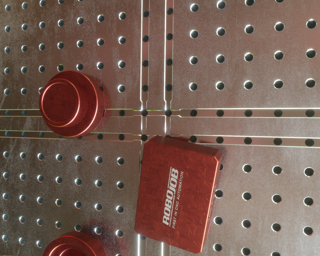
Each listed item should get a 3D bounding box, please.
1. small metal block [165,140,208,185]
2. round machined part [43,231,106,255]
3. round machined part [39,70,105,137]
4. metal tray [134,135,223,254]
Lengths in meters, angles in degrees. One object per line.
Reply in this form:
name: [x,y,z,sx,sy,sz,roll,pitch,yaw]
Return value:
small metal block: [0.033,0.050,0.400,0.050,0.025,0.050,-35,79,16]
round machined part: [-0.116,0.196,0.443,0.098,0.042,0.097,0,90,19]
round machined part: [-0.134,-0.035,0.449,0.098,0.042,0.097,0,90,19]
metal tray: [0.021,0.082,0.387,0.090,0.030,0.129,12,106,18]
